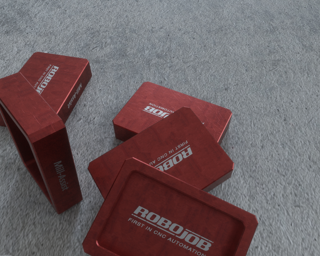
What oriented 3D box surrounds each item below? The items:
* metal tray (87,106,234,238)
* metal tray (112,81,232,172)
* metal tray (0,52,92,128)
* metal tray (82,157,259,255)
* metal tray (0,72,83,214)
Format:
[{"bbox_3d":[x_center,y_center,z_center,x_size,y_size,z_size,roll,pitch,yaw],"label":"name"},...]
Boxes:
[{"bbox_3d":[0.001,0.045,0.335,0.131,0.030,0.090,-31,65,-9],"label":"metal tray"},{"bbox_3d":[0.017,-0.005,0.404,0.130,0.030,0.090,21,53,17],"label":"metal tray"},{"bbox_3d":[-0.164,-0.054,0.444,0.090,0.030,0.130,10,51,8],"label":"metal tray"},{"bbox_3d":[0.010,0.094,0.281,0.130,0.030,0.090,25,77,4],"label":"metal tray"},{"bbox_3d":[-0.123,0.020,0.316,0.030,0.129,0.090,-31,57,-29],"label":"metal tray"}]
